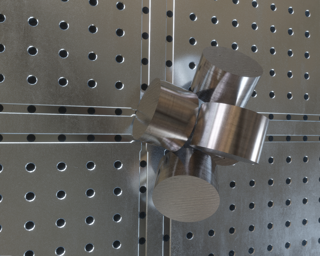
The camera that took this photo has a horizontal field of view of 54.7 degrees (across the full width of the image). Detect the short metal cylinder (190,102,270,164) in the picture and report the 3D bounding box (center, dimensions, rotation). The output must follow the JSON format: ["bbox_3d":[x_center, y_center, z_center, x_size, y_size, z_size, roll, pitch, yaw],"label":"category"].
[{"bbox_3d":[0.080,0.007,0.359,0.081,0.080,0.050,18,84,-19],"label":"short metal cylinder"}]

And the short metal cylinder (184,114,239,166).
[{"bbox_3d":[0.078,0.010,0.427,0.081,0.050,0.080,0,89,-20],"label":"short metal cylinder"}]

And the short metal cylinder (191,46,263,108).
[{"bbox_3d":[0.086,-0.066,0.407,0.081,0.080,0.050,2,129,-20],"label":"short metal cylinder"}]

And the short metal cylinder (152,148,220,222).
[{"bbox_3d":[0.033,0.072,0.389,0.080,0.050,0.079,3,124,5],"label":"short metal cylinder"}]

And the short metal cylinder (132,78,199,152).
[{"bbox_3d":[0.005,-0.016,0.385,0.050,0.080,0.080,20,83,-19],"label":"short metal cylinder"}]
